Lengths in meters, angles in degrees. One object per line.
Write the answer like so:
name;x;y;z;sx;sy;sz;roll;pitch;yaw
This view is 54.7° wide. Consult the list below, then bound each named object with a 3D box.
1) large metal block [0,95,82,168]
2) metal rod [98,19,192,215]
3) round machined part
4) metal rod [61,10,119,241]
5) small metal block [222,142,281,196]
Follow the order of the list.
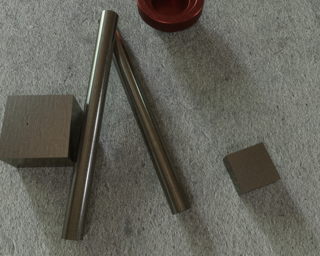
large metal block;-0.147;0.005;0.391;0.081;0.050;0.080;-1;70;-1
metal rod;-0.027;-0.031;0.419;0.025;0.025;0.299;-20;71;-7
round machined part;0.015;-0.185;0.467;0.099;0.042;0.098;0;70;-1
metal rod;-0.086;-0.015;0.398;0.025;0.025;0.299;6;75;2
small metal block;0.114;0.052;0.391;0.050;0.025;0.050;-19;71;-7
